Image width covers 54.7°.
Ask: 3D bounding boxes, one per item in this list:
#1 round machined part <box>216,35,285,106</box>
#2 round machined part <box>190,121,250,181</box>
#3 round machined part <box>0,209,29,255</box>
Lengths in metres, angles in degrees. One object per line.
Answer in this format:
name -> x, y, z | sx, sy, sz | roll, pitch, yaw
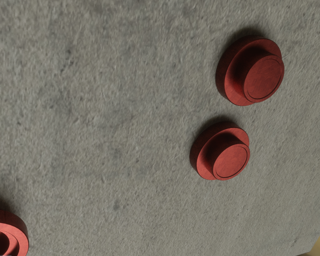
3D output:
round machined part -> 0.129, -0.073, 0.423 | 0.099, 0.042, 0.097 | -14, 125, -21
round machined part -> 0.099, 0.042, 0.478 | 0.099, 0.042, 0.097 | -14, 125, -21
round machined part -> -0.209, 0.132, 0.364 | 0.099, 0.042, 0.097 | -14, 125, -21
